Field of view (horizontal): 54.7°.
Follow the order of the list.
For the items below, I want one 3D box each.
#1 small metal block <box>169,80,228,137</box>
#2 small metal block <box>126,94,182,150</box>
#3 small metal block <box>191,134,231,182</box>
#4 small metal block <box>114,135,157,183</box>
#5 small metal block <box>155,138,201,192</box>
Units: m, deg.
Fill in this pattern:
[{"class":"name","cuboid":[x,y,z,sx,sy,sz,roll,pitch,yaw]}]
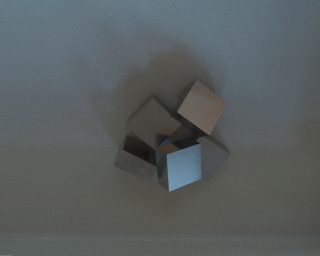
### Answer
[{"class":"small metal block","cuboid":[0.049,-0.024,0.390,0.050,0.025,0.050,35,73,-13]},{"class":"small metal block","cuboid":[-0.008,-0.008,0.406,0.050,0.025,0.050,42,104,-14]},{"class":"small metal block","cuboid":[0.059,0.037,0.424,0.050,0.025,0.050,34,106,-12]},{"class":"small metal block","cuboid":[-0.030,0.040,0.410,0.050,0.050,0.025,28,108,-10]},{"class":"small metal block","cuboid":[0.024,0.045,0.388,0.050,0.025,0.050,-16,113,-29]}]
